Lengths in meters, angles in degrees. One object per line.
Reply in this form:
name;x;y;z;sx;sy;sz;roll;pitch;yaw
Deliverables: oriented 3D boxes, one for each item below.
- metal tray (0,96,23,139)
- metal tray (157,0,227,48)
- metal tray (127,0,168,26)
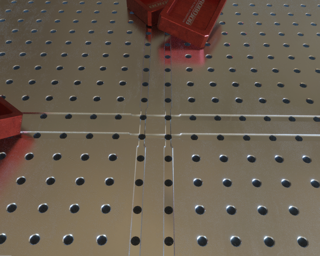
metal tray;-0.250;-0.012;0.372;0.090;0.030;0.131;32;28;23
metal tray;0.062;-0.214;0.559;0.090;0.030;0.130;25;62;3
metal tray;0.010;-0.255;0.618;0.131;0.030;0.090;-26;55;-21
